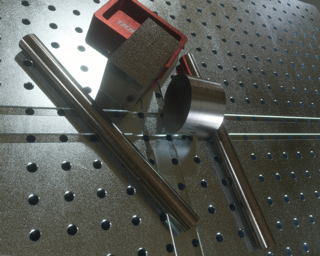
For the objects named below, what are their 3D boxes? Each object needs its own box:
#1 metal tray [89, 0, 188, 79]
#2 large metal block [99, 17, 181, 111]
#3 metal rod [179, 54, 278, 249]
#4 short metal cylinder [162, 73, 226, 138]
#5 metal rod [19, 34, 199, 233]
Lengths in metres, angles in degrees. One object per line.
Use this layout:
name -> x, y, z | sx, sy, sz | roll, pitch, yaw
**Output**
metal tray -> -0.030, -0.145, 0.478 | 0.130, 0.030, 0.090 | 34, 51, -6
large metal block -> -0.028, -0.078, 0.396 | 0.050, 0.080, 0.080 | 38, 65, -3
metal rod -> 0.090, 0.019, 0.447 | 0.025, 0.025, 0.299 | -6, 65, -31
short metal cylinder -> 0.043, -0.029, 0.416 | 0.050, 0.080, 0.080 | 8, 58, -25
metal rod -> -0.064, 0.002, 0.373 | 0.300, 0.025, 0.025 | 48, 51, 5
